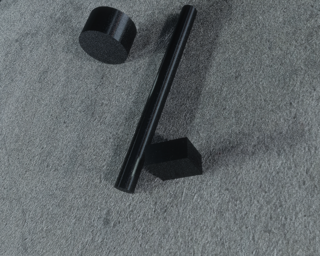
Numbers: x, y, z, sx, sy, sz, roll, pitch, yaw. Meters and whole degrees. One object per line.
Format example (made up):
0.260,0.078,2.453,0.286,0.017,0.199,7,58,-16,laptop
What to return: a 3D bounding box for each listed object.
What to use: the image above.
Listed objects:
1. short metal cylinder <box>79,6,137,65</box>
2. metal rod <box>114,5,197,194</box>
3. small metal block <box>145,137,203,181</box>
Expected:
-0.084,-0.148,0.501,0.080,0.080,0.050,3,63,29,short metal cylinder
0.001,-0.055,0.435,0.025,0.025,0.300,5,64,30,metal rod
0.016,0.037,0.356,0.050,0.050,0.025,-13,57,21,small metal block
